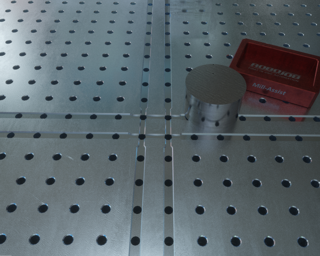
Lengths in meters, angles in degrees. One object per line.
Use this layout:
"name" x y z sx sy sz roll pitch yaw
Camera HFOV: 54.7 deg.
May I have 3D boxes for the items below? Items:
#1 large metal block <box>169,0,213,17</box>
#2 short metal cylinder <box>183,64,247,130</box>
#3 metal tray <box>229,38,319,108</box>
"large metal block" 0.059 -0.266 0.616 0.081 0.050 0.080 0 50 -1
"short metal cylinder" 0.074 -0.044 0.429 0.081 0.050 0.080 0 50 0
"metal tray" 0.179 -0.089 0.481 0.130 0.030 0.090 19 52 15
